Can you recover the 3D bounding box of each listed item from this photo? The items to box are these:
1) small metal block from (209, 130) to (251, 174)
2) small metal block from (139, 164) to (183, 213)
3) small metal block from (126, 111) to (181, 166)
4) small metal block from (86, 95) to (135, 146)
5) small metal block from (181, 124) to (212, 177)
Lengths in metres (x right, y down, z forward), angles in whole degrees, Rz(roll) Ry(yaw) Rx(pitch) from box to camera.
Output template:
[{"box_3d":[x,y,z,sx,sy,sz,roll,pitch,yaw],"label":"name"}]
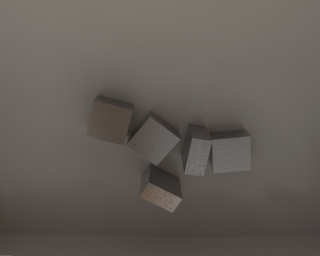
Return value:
[{"box_3d":[0.095,0.032,0.422,0.050,0.025,0.050,-5,110,1],"label":"small metal block"},{"box_3d":[0.001,0.082,0.426,0.050,0.050,0.025,29,108,-11],"label":"small metal block"},{"box_3d":[-0.009,0.014,0.414,0.050,0.025,0.050,37,106,-13],"label":"small metal block"},{"box_3d":[-0.065,-0.010,0.404,0.050,0.025,0.050,14,109,-6],"label":"small metal block"},{"box_3d":[0.047,0.028,0.407,0.025,0.050,0.050,9,110,-4],"label":"small metal block"}]
